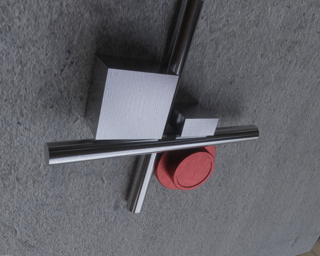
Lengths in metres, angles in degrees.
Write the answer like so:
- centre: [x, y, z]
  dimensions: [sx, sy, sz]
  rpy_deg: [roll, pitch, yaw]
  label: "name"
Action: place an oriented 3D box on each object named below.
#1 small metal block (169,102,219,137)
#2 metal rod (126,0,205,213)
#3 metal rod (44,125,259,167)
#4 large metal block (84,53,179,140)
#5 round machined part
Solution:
- centre: [0.040, -0.013, 0.408]
  dimensions: [0.050, 0.050, 0.025]
  rpy_deg: [-2, 119, -28]
  label: "small metal block"
- centre: [-0.001, -0.013, 0.402]
  dimensions: [0.025, 0.025, 0.298]
  rpy_deg: [2, 118, -30]
  label: "metal rod"
- centre: [0.013, 0.017, 0.395]
  dimensions: [0.303, 0.025, 0.025]
  rpy_deg: [-4, 121, -31]
  label: "metal rod"
- centre: [-0.035, -0.034, 0.352]
  dimensions: [0.081, 0.050, 0.079]
  rpy_deg: [1, 118, -29]
  label: "large metal block"
- centre: [0.040, 0.052, 0.452]
  dimensions: [0.099, 0.042, 0.097]
  rpy_deg: [-14, 125, -21]
  label: "round machined part"
